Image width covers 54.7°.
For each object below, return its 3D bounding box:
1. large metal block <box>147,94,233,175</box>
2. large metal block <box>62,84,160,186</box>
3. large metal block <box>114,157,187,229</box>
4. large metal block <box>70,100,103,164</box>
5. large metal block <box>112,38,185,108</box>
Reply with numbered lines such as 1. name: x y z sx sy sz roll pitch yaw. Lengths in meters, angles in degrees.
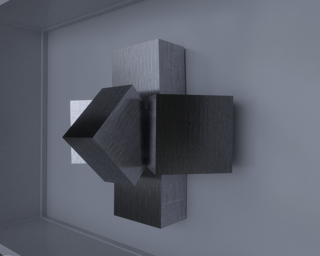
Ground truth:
1. large metal block: 0.031 0.006 0.335 0.050 0.081 0.079 -174 84 -78
2. large metal block: -0.049 0.008 0.358 0.050 0.080 0.080 -1 46 39
3. large metal block: -0.013 0.075 0.400 0.080 0.050 0.080 1 91 40
4. large metal block: -0.085 0.005 0.430 0.050 0.080 0.080 -1 90 4
5. large metal block: -0.016 -0.062 0.398 0.080 0.050 0.080 -2 89 40
